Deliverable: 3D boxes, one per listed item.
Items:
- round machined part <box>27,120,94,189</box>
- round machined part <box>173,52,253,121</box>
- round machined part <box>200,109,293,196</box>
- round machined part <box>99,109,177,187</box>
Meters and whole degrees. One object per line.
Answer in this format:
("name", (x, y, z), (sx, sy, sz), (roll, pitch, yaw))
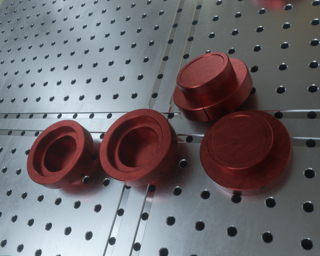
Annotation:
("round machined part", (-0.136, 0.040, 0.442), (0.098, 0.042, 0.098), (-13, 56, 20))
("round machined part", (0.060, -0.057, 0.383), (0.098, 0.042, 0.098), (-22, 36, 17))
("round machined part", (0.090, 0.020, 0.337), (0.098, 0.042, 0.098), (-13, 56, 20))
("round machined part", (-0.023, 0.028, 0.391), (0.098, 0.042, 0.098), (-13, 56, 20))
